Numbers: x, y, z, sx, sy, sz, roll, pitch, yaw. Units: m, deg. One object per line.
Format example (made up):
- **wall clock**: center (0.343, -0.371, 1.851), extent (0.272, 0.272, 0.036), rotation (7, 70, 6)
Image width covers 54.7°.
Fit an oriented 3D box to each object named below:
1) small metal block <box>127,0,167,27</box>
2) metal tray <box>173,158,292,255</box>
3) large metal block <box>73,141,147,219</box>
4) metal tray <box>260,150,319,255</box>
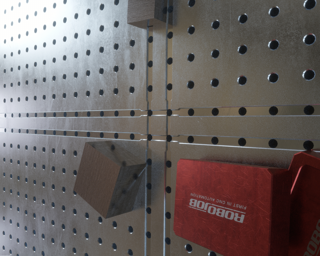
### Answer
- **small metal block**: center (-0.017, -0.169, 0.424), extent (0.050, 0.025, 0.050), rotation (5, 94, 40)
- **metal tray**: center (0.068, 0.082, 0.325), extent (0.130, 0.030, 0.089), rotation (-1, 84, 54)
- **large metal block**: center (-0.075, 0.072, 0.455), extent (0.080, 0.050, 0.079), rotation (28, 108, 36)
- **metal tray**: center (0.150, 0.096, 0.282), extent (0.090, 0.030, 0.129), rotation (25, 106, 37)
